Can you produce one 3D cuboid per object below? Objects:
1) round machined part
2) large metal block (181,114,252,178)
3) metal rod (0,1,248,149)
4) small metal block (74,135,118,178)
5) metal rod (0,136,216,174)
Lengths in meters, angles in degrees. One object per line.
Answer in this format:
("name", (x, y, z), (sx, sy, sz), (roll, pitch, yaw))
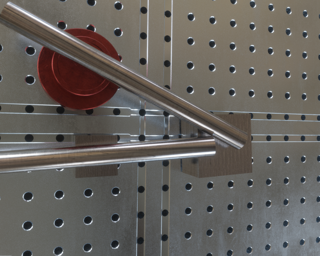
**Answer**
("round machined part", (-0.093, -0.071, 0.369), (0.099, 0.042, 0.097), (0, 90, -21))
("large metal block", (0.077, 0.022, 0.426), (0.081, 0.050, 0.079), (-2, 91, -20))
("metal rod", (-0.026, -0.050, 0.352), (0.301, 0.025, 0.025), (27, 81, -16))
("small metal block", (-0.080, 0.034, 0.384), (0.050, 0.025, 0.050), (0, 90, -21))
("metal rod", (-0.085, 0.032, 0.353), (0.302, 0.025, 0.025), (-4, 92, -10))
